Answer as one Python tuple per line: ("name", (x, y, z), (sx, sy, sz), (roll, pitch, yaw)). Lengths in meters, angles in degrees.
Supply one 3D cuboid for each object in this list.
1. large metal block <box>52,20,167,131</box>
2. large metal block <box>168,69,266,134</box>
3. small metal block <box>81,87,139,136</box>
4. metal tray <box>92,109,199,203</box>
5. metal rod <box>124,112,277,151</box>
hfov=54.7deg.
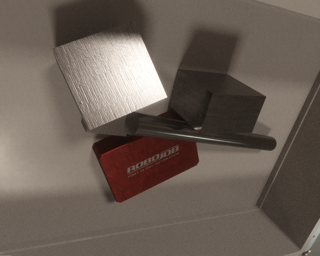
("large metal block", (-0.051, -0.050, 0.312), (0.081, 0.050, 0.080), (-25, 95, -14))
("large metal block", (0.069, -0.034, 0.391), (0.081, 0.080, 0.050), (0, 119, -29))
("small metal block", (-0.059, -0.020, 0.365), (0.050, 0.025, 0.050), (7, 115, -32))
("metal tray", (-0.015, 0.037, 0.422), (0.131, 0.030, 0.089), (-24, 128, -14))
("metal rod", (0.079, 0.011, 0.429), (0.302, 0.025, 0.025), (8, 115, -43))
